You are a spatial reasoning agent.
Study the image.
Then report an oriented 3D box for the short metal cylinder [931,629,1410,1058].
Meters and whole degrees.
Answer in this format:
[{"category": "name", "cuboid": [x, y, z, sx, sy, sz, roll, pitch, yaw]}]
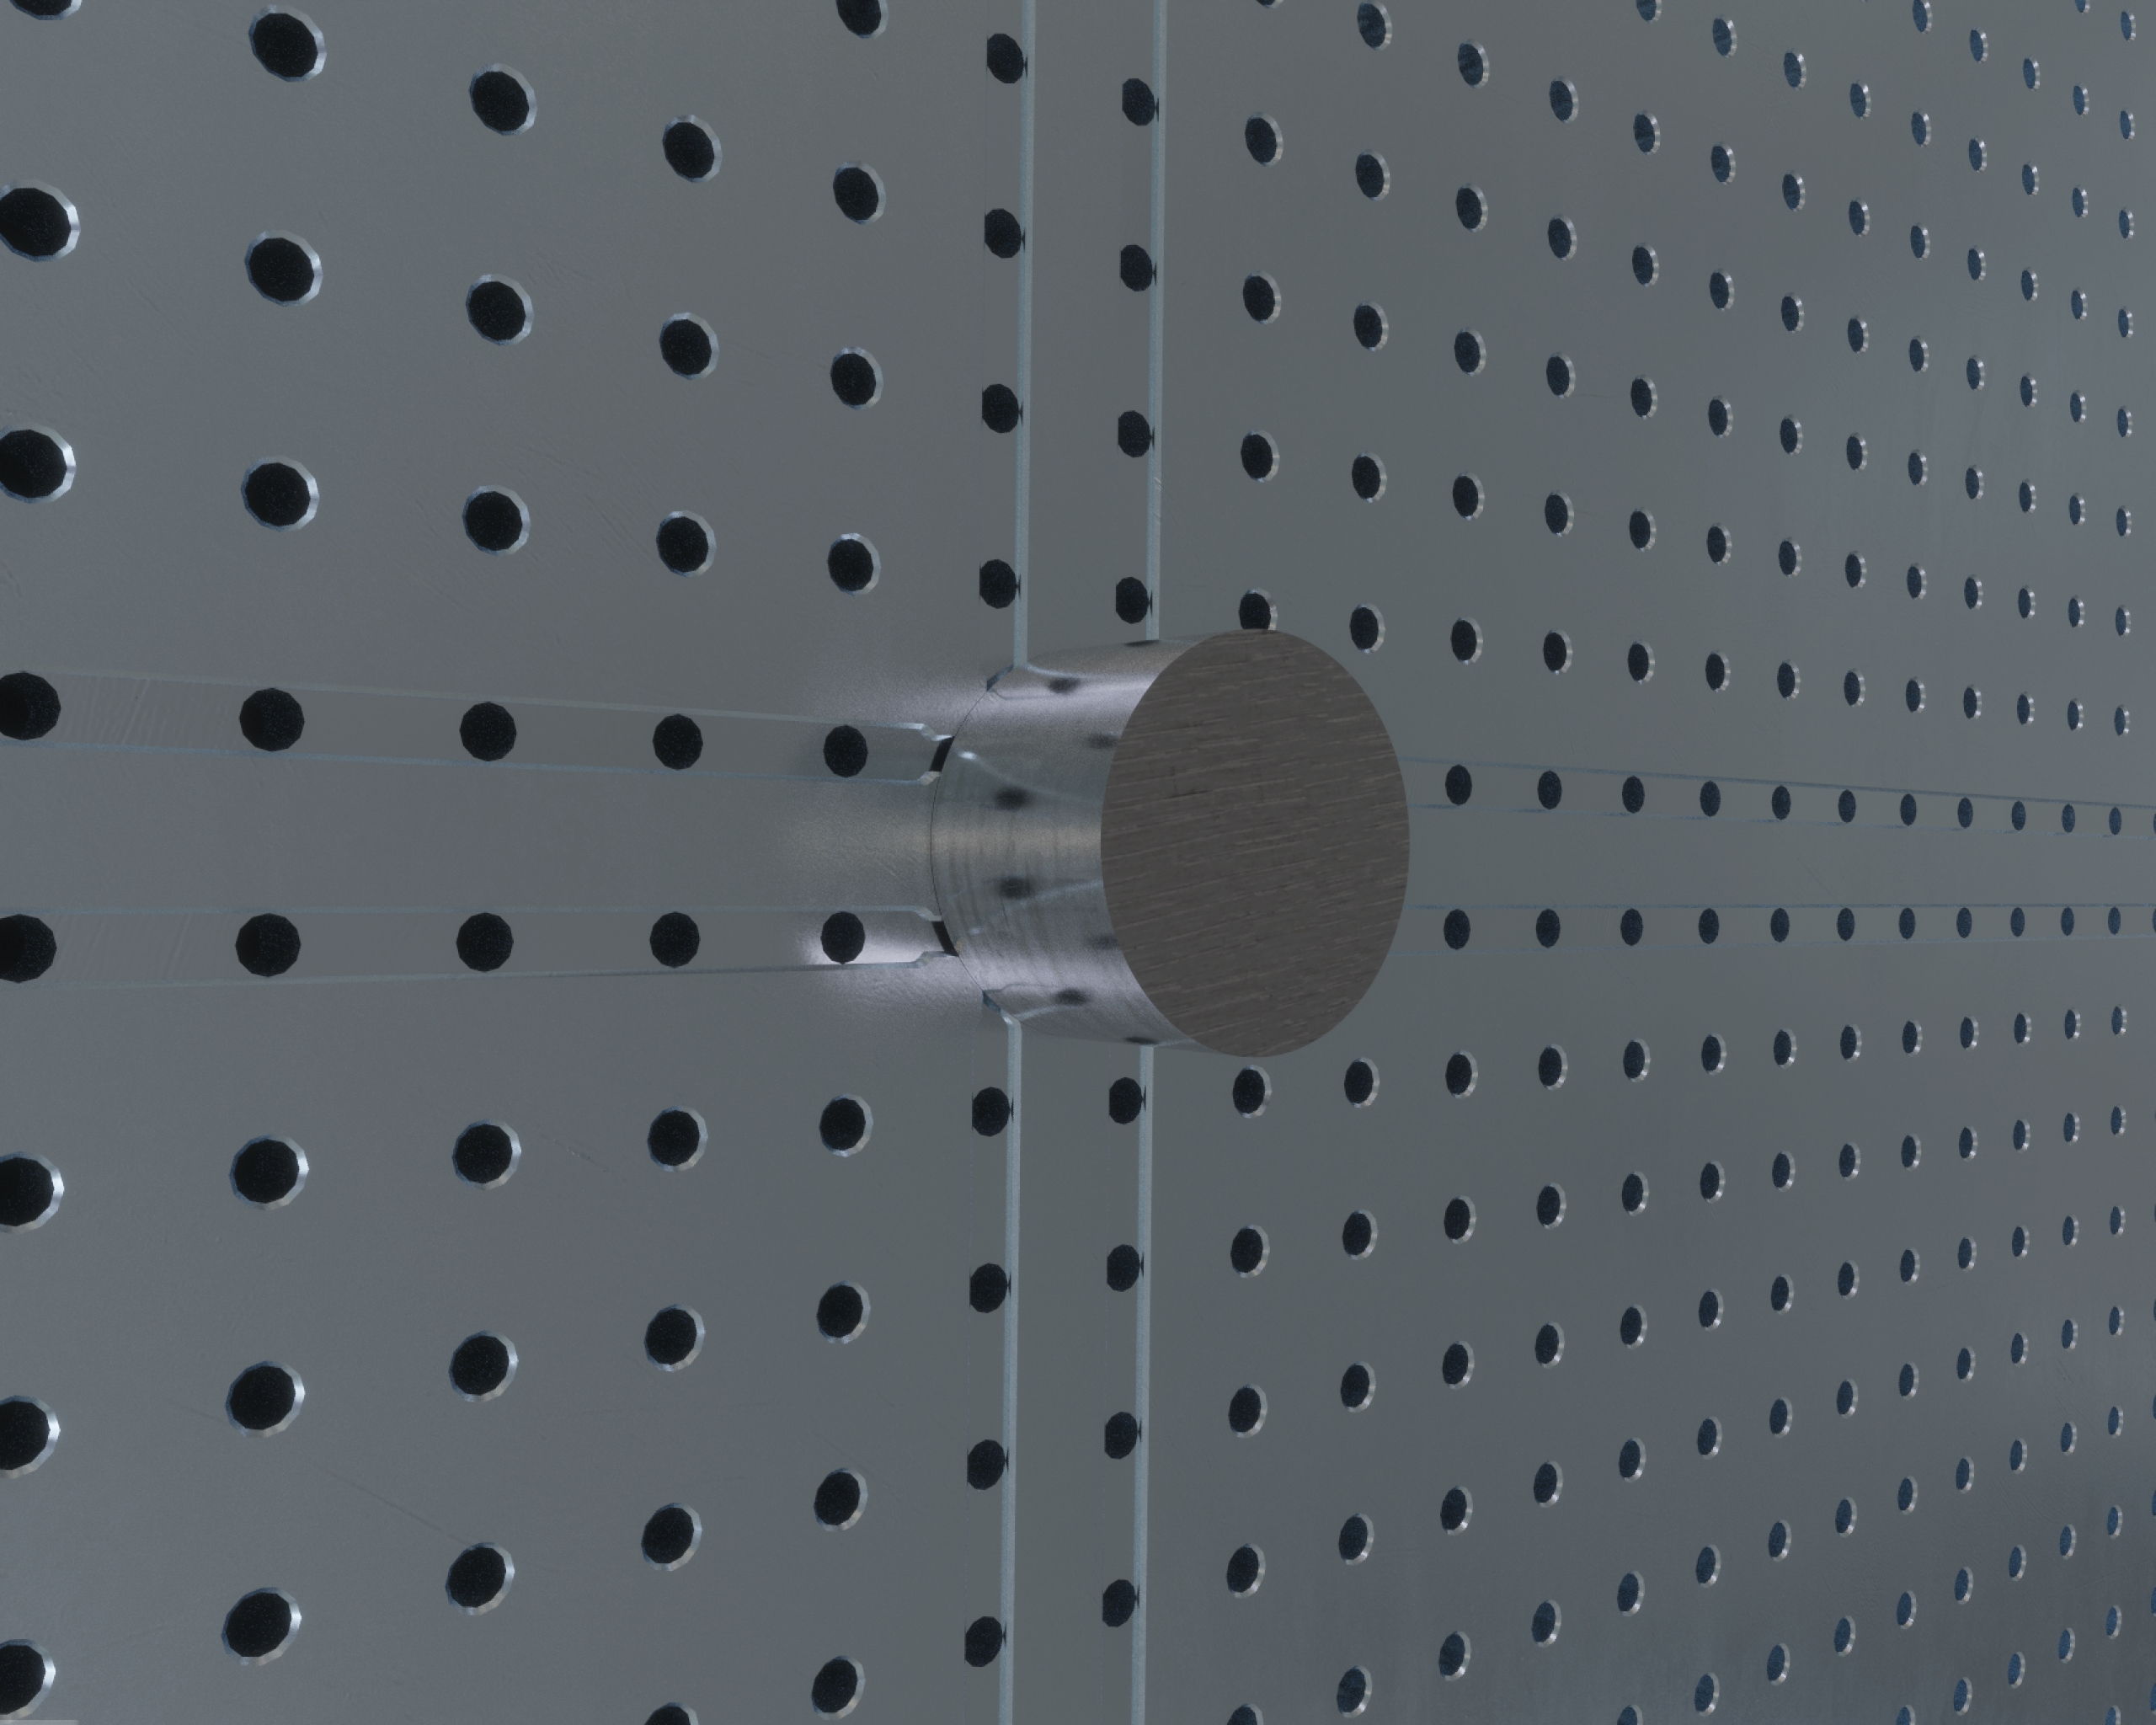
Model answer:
[{"category": "short metal cylinder", "cuboid": [0.019, -0.004, 0.407, 0.081, 0.050, 0.080, 0, 90, -40]}]
